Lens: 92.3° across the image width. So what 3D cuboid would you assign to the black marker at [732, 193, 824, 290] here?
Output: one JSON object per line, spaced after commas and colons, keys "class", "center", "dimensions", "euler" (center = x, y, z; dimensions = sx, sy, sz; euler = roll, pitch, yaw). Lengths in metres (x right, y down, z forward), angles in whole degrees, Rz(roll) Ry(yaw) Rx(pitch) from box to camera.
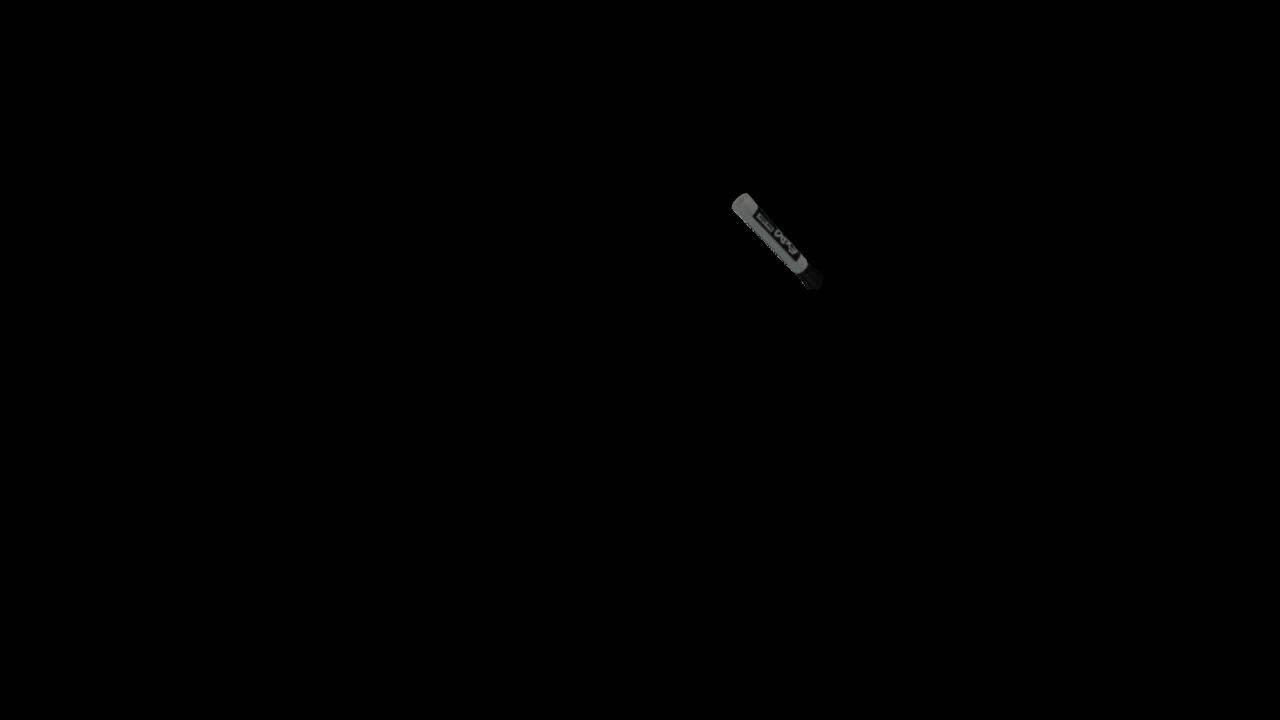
{"class": "black marker", "center": [0.129, -0.105, 0.566], "dimensions": [0.121, 0.020, 0.020], "euler": [39, -19, -25]}
